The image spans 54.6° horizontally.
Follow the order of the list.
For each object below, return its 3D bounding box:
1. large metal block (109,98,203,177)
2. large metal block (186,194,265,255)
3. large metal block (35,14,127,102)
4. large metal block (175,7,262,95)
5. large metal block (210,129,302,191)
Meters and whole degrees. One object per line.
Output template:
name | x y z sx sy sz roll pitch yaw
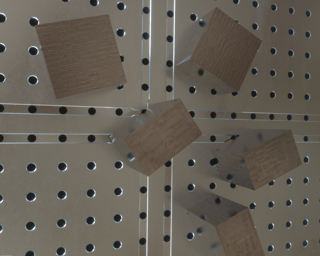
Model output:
large metal block | -0.009 0.009 0.380 0.080 0.080 0.050 -36 102 -16
large metal block | 0.087 0.144 0.415 0.050 0.080 0.080 -23 98 -18
large metal block | -0.093 -0.080 0.365 0.081 0.050 0.080 -16 96 -19
large metal block | 0.080 -0.102 0.428 0.080 0.050 0.080 29 80 -18
large metal block | 0.131 0.039 0.431 0.081 0.080 0.050 -23 98 -19
